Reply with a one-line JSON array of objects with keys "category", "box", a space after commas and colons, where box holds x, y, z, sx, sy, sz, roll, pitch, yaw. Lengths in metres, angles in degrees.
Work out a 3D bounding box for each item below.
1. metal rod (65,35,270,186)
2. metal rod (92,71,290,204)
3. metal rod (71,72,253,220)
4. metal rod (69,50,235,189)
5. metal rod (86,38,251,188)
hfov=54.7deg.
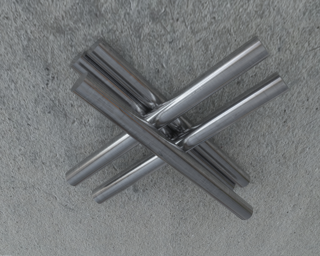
[{"category": "metal rod", "box": [-0.010, -0.006, 0.371, 0.299, 0.025, 0.025, -34, 123, 25]}, {"category": "metal rod", "box": [0.021, 0.025, 0.397, 0.299, 0.025, 0.025, -34, 123, 25]}, {"category": "metal rod", "box": [0.022, 0.038, 0.376, 0.025, 0.025, 0.301, -35, 122, 26]}, {"category": "metal rod", "box": [0.008, 0.008, 0.415, 0.025, 0.025, 0.301, -34, 123, 25]}, {"category": "metal rod", "box": [0.029, -0.003, 0.406, 0.025, 0.025, 0.301, -34, 123, 25]}]
